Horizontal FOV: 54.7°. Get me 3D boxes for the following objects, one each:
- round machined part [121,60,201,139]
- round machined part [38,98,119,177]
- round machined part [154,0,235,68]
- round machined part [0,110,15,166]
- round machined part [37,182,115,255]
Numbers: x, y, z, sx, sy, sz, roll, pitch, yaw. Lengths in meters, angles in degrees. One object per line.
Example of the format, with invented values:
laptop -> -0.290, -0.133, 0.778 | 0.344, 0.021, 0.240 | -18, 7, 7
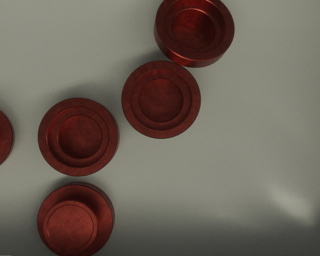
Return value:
round machined part -> 0.001, -0.035, 0.403 | 0.099, 0.042, 0.097 | 0, 90, -1
round machined part -> -0.101, 0.011, 0.402 | 0.099, 0.042, 0.097 | 0, 90, -1
round machined part -> 0.041, -0.121, 0.395 | 0.099, 0.042, 0.098 | 2, 76, -8
round machined part -> -0.238, 0.013, 0.386 | 0.099, 0.042, 0.097 | 1, 87, -19
round machined part -> -0.111, 0.122, 0.402 | 0.099, 0.042, 0.097 | 0, 90, -1
